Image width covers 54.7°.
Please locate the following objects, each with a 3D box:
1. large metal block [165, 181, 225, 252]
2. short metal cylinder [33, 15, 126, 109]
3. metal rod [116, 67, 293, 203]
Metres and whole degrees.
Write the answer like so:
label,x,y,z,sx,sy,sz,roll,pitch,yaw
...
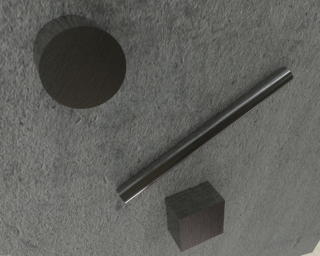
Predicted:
label,x,y,z,sx,sy,sz,roll,pitch,yaw
large metal block,0.058,0.145,0.512,0.081,0.050,0.079,-18,126,-18
short metal cylinder,-0.080,-0.066,0.306,0.081,0.050,0.079,-14,124,-21
metal rod,0.067,0.008,0.447,0.301,0.025,0.025,-36,129,-4
